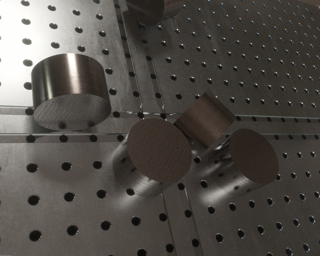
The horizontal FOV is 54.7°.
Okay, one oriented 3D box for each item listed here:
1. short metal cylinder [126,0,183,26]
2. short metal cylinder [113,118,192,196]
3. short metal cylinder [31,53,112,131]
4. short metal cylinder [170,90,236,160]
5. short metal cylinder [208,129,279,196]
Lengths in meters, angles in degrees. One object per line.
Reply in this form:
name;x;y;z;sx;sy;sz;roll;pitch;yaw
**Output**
short metal cylinder;-0.009;-0.211;0.498;0.080;0.080;0.050;48;51;5
short metal cylinder;-0.010;0.035;0.367;0.081;0.050;0.080;14;56;-21
short metal cylinder;-0.098;-0.037;0.343;0.081;0.080;0.050;0;62;-29
short metal cylinder;0.053;-0.004;0.406;0.050;0.080;0.080;45;51;2
short metal cylinder;0.114;0.047;0.427;0.081;0.050;0.080;14;56;-21
